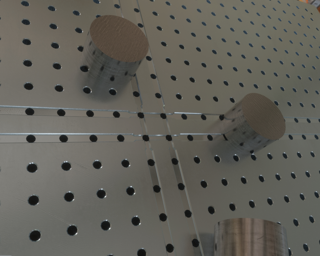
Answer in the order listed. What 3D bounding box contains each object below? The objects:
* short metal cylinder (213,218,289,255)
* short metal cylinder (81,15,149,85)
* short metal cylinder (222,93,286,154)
[{"bbox_3d":[0.100,0.138,0.344,0.080,0.080,0.050,21,54,-17],"label":"short metal cylinder"},{"bbox_3d":[-0.062,-0.106,0.425,0.081,0.050,0.080,14,56,-21],"label":"short metal cylinder"},{"bbox_3d":[0.143,-0.007,0.476,0.081,0.050,0.080,14,56,-21],"label":"short metal cylinder"}]
